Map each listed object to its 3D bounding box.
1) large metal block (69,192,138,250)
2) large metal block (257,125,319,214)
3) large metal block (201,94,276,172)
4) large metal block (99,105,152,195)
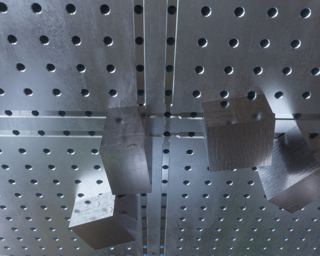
[{"bbox_3d":[-0.094,0.159,0.529,0.080,0.050,0.080,-19,128,15],"label":"large metal block"},{"bbox_3d":[0.185,0.057,0.427,0.050,0.080,0.080,30,124,-23],"label":"large metal block"},{"bbox_3d":[0.100,0.008,0.404,0.080,0.050,0.080,-7,130,5],"label":"large metal block"},{"bbox_3d":[-0.039,0.028,0.399,0.050,0.080,0.080,-4,130,3],"label":"large metal block"}]
